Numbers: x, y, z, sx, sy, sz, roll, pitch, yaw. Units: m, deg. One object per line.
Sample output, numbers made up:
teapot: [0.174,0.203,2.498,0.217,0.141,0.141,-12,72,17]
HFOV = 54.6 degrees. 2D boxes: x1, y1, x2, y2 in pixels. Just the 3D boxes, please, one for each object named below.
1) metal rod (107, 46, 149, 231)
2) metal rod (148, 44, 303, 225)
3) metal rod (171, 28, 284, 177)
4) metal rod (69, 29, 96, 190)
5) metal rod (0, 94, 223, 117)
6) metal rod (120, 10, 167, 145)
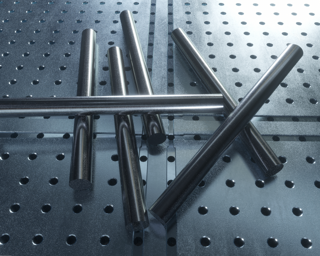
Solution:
metal rod: [-0.049,-0.011,0.416,0.025,0.025,0.300,-8,50,-6]
metal rod: [0.094,-0.007,0.383,0.025,0.025,0.301,33,66,25]
metal rod: [0.083,-0.057,0.456,0.025,0.025,0.300,-16,52,-13]
metal rod: [-0.108,-0.050,0.448,0.025,0.025,0.300,-5,50,-4]
metal rod: [-0.072,-0.029,0.397,0.302,0.025,0.025,-1,50,-1]
metal rod: [-0.034,-0.098,0.490,0.025,0.025,0.300,-9,51,-7]
